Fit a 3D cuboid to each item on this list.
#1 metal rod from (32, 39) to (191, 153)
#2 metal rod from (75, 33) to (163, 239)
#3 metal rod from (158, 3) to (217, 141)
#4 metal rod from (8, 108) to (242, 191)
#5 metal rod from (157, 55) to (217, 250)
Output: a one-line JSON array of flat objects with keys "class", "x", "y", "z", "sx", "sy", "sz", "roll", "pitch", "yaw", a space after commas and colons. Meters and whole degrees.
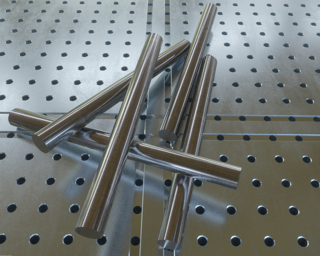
[{"class": "metal rod", "x": -0.043, "y": -0.061, "z": 0.429, "sx": 0.025, "sy": 0.025, "sz": 0.302, "roll": 29, "pitch": 47, "yaw": 22}, {"class": "metal rod", "x": -0.035, "y": -0.020, "z": 0.367, "sx": 0.025, "sy": 0.025, "sz": 0.300, "roll": 8, "pitch": 50, "yaw": 6}, {"class": "metal rod", "x": 0.052, "y": -0.105, "z": 0.486, "sx": 0.025, "sy": 0.025, "sz": 0.300, "roll": 13, "pitch": 54, "yaw": 10}, {"class": "metal rod", "x": -0.056, "y": 0.019, "z": 0.369, "sx": 0.301, "sy": 0.025, "sz": 0.025, "roll": 14, "pitch": 51, "yaw": 19}, {"class": "metal rod", "x": 0.044, "y": 0.005, "z": 0.403, "sx": 0.025, "sy": 0.025, "sz": 0.300, "roll": 11, "pitch": 51, "yaw": 8}]
